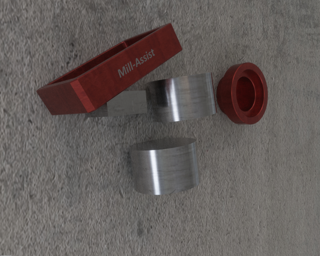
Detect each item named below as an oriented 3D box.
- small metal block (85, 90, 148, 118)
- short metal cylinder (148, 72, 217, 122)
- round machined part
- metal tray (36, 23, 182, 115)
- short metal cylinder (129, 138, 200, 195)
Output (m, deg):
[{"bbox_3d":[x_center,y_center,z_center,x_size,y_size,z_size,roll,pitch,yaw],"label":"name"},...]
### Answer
[{"bbox_3d":[-0.050,-0.027,0.346,0.050,0.050,0.025,-8,96,-40],"label":"small metal block"},{"bbox_3d":[0.029,-0.039,0.393,0.081,0.080,0.050,-15,100,-39],"label":"short metal cylinder"},{"bbox_3d":[0.129,-0.054,0.501,0.099,0.042,0.097,0,90,-40],"label":"round machined part"},{"bbox_3d":[-0.050,-0.061,0.319,0.131,0.090,0.030,-41,115,-32],"label":"metal tray"},{"bbox_3d":[0.006,0.043,0.374,0.081,0.080,0.050,-12,98,-39],"label":"short metal cylinder"}]
